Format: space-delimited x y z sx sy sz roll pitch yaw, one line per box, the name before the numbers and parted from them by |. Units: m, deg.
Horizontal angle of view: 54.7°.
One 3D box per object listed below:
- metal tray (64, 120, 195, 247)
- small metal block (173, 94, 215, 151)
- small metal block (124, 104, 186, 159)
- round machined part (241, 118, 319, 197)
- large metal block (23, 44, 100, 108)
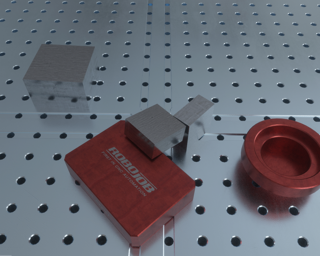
metal tray | -0.036 0.056 0.357 0.091 0.030 0.130 -35 59 -26
small metal block | 0.042 -0.007 0.398 0.025 0.050 0.050 35 58 25
small metal block | -0.006 0.003 0.368 0.050 0.025 0.050 -29 55 -35
round machined part | 0.145 0.038 0.366 0.099 0.042 0.098 0 50 0
large metal block | -0.140 -0.077 0.454 0.080 0.050 0.080 3 50 2
